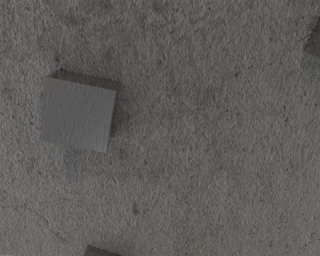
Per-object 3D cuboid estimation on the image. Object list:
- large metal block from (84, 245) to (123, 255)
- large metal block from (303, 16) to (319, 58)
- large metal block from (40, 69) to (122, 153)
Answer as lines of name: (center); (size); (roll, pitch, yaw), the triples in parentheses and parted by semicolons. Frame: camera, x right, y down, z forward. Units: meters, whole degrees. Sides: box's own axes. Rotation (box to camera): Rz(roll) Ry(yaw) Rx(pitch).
large metal block: (-0.092, 0.242, 0.485); (0.080, 0.050, 0.079); (21, 109, -8)
large metal block: (0.230, -0.111, 0.357); (0.080, 0.050, 0.079); (17, 109, -6)
large metal block: (-0.097, -0.022, 0.387); (0.081, 0.050, 0.079); (11, 110, -4)
